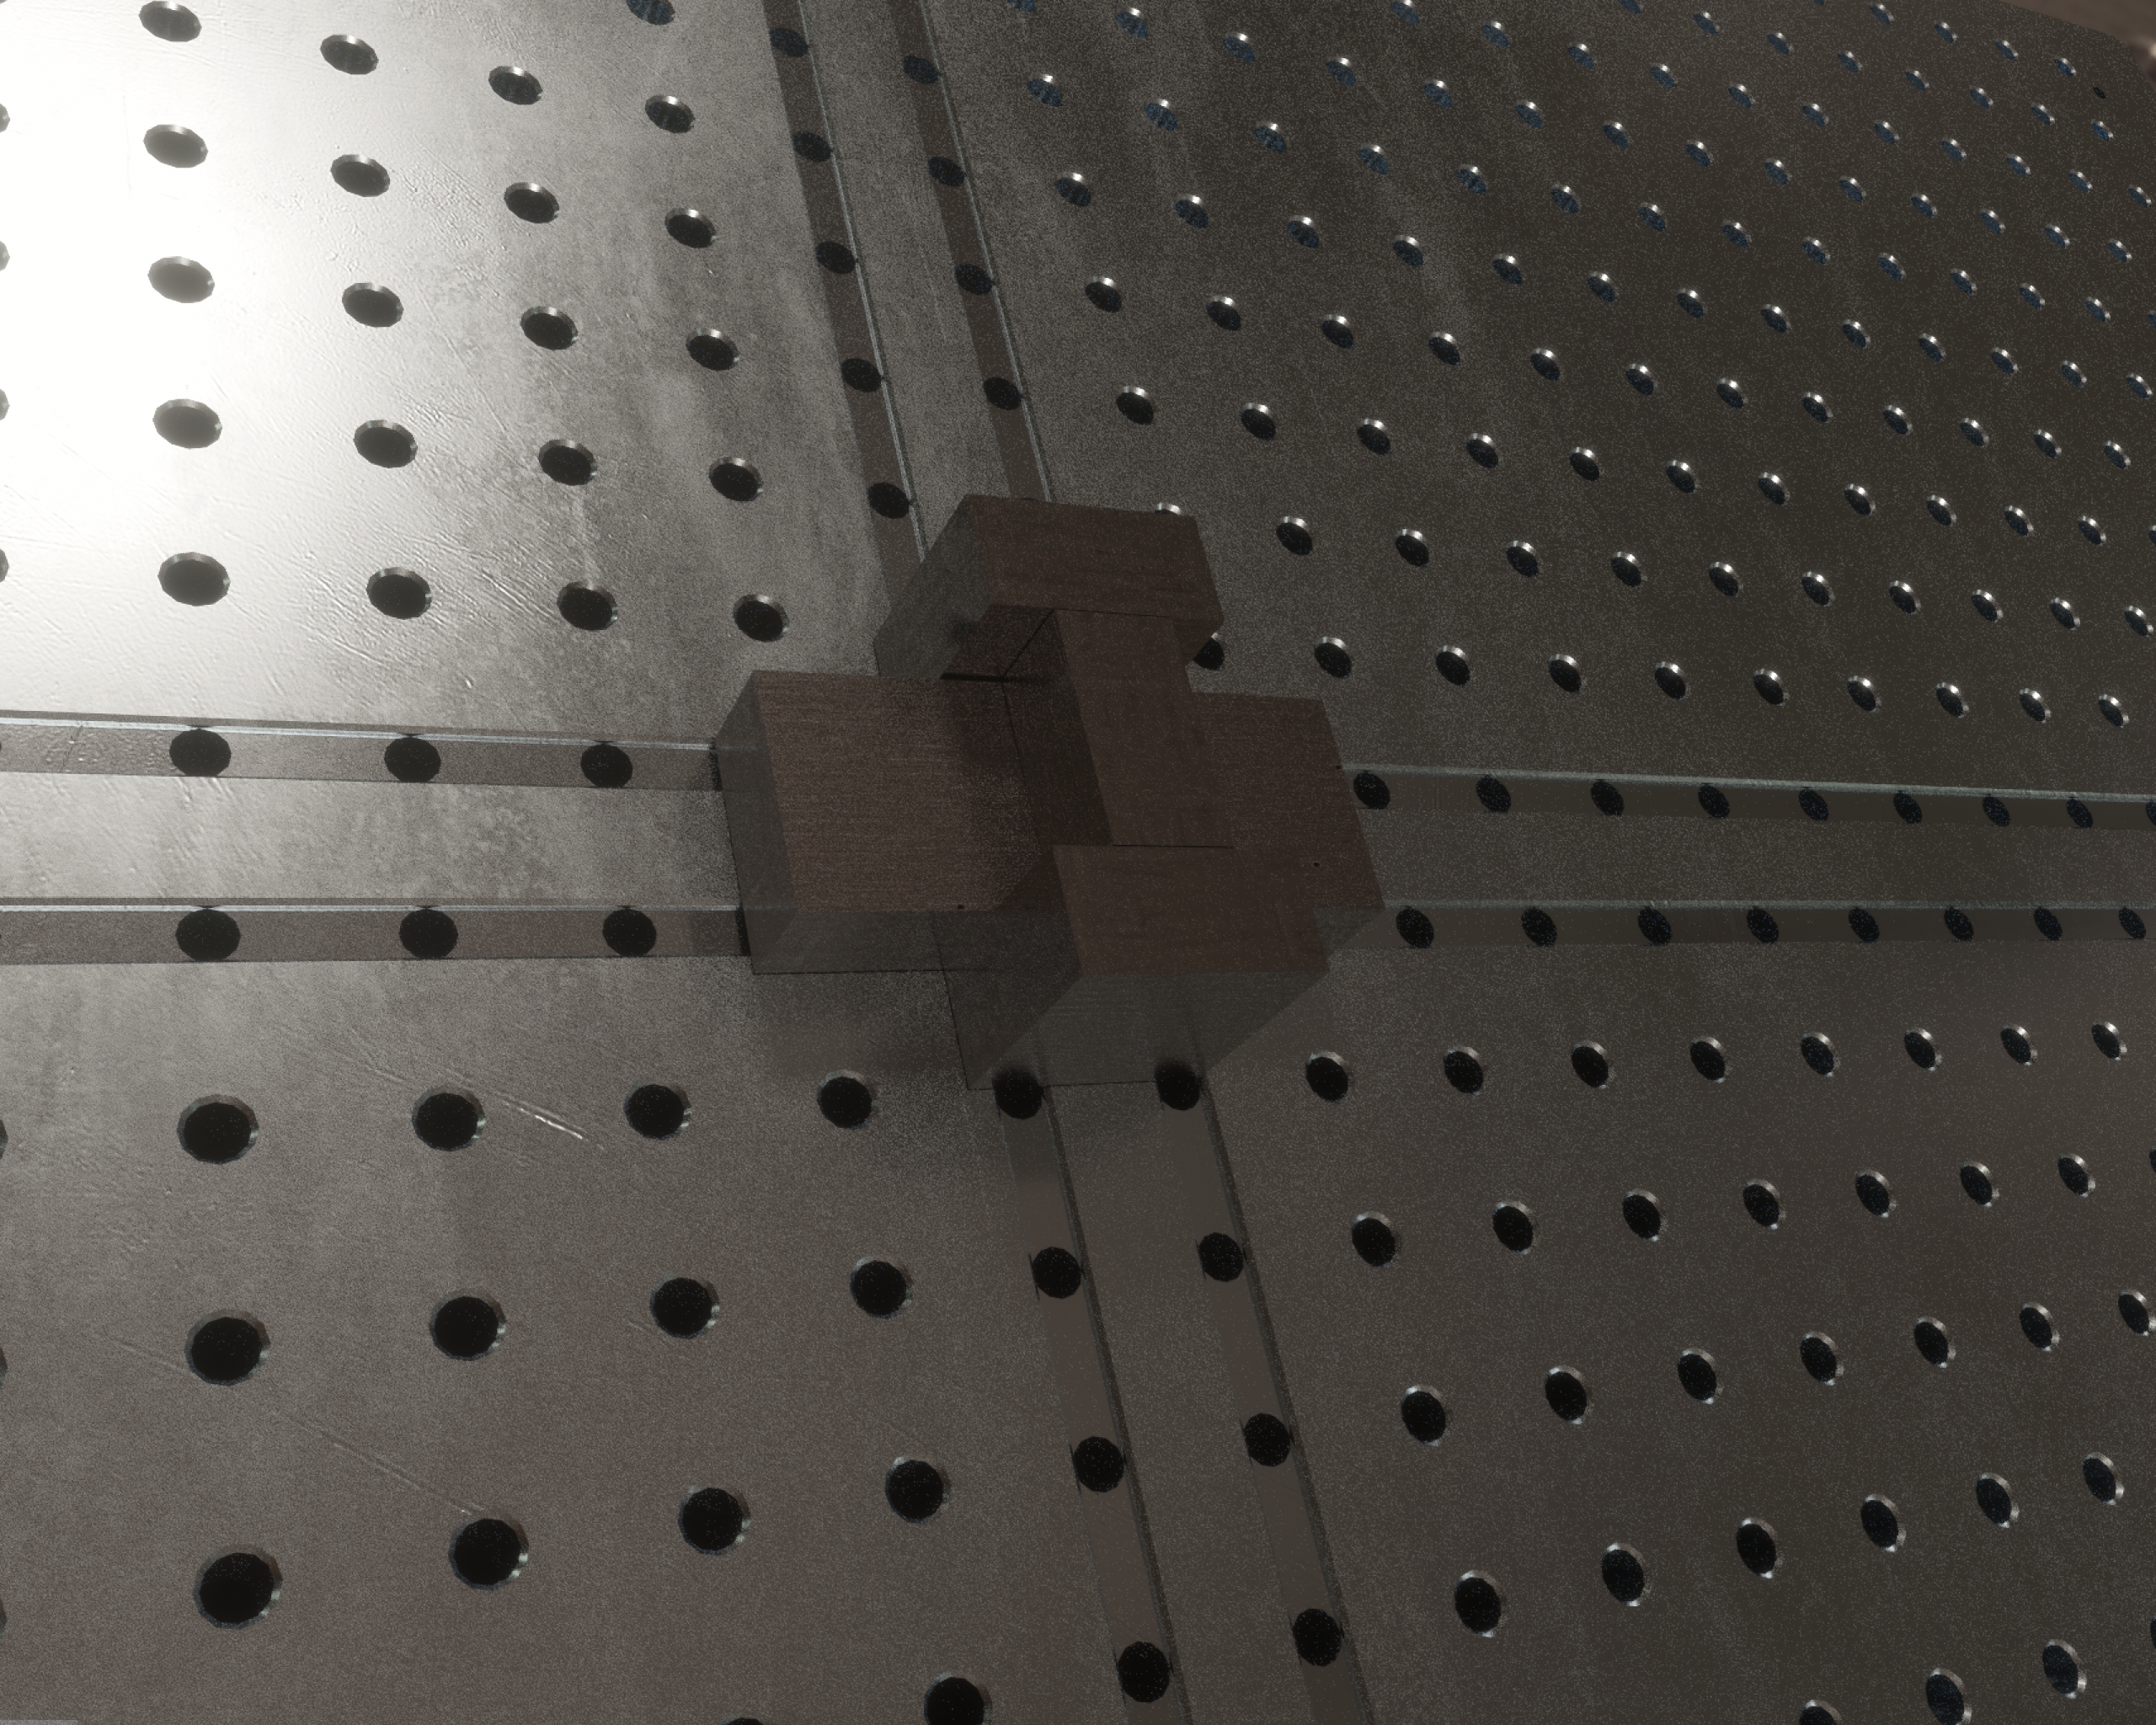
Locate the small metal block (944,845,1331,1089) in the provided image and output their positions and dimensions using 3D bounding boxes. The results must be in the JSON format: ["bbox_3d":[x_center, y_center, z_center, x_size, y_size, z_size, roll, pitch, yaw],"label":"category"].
[{"bbox_3d":[0.010,0.020,0.386,0.050,0.050,0.025,1,62,-28],"label":"small metal block"}]

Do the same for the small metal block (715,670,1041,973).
[{"bbox_3d":[-0.037,-0.007,0.393,0.050,0.025,0.050,0,62,-28],"label":"small metal block"}]

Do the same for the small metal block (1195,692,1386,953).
[{"bbox_3d":[0.030,-0.007,0.430,0.050,0.025,0.050,1,61,-28],"label":"small metal block"}]

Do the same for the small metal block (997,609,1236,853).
[{"bbox_3d":[0.002,-0.013,0.402,0.025,0.050,0.050,1,62,-28],"label":"small metal block"}]

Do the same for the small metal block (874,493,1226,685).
[{"bbox_3d":[-0.007,-0.047,0.418,0.050,0.050,0.025,1,62,-28],"label":"small metal block"}]
